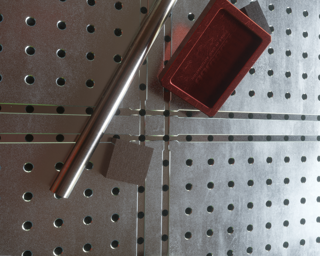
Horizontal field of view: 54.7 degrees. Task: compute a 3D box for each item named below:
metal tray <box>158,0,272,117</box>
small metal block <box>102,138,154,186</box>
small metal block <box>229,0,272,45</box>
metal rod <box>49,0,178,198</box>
[{"bbox_3d":[0.070,-0.091,0.409,0.090,0.030,0.129,31,104,-18],"label":"metal tray"},{"bbox_3d":[-0.041,0.043,0.398,0.050,0.025,0.050,17,84,-20],"label":"small metal block"},{"bbox_3d":[0.126,-0.147,0.447,0.025,0.050,0.050,-32,101,-19],"label":"small metal block"},{"bbox_3d":[-0.052,-0.053,0.393,0.025,0.025,0.299,31,80,-18],"label":"metal rod"}]
